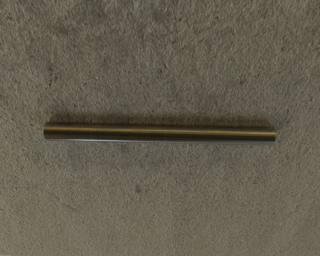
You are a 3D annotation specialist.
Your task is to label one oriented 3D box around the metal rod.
[{"bbox_3d":[0.001,0.008,0.415,0.302,0.025,0.025,1,130,-2],"label":"metal rod"}]
